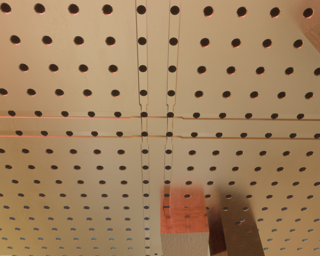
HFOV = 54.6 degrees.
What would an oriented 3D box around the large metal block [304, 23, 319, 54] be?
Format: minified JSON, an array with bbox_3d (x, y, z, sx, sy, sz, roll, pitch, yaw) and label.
[{"bbox_3d":[0.204,-0.087,0.303,0.050,0.080,0.080,35,122,-26],"label":"large metal block"}]

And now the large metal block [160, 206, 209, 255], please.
[{"bbox_3d":[0.043,0.187,0.554,0.080,0.050,0.080,-3,130,2],"label":"large metal block"}]

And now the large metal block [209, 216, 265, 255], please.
[{"bbox_3d":[0.137,0.217,0.561,0.080,0.080,0.050,20,127,-16],"label":"large metal block"}]
